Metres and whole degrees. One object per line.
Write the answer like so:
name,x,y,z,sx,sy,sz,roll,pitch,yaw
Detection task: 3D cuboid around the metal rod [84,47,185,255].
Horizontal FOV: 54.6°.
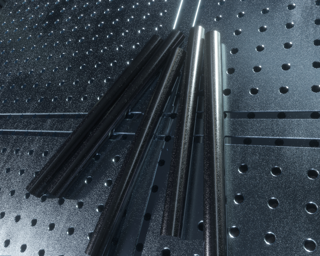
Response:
metal rod,-0.023,0.018,0.411,0.025,0.025,0.300,8,66,32

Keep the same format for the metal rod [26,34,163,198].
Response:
metal rod,-0.092,-0.023,0.471,0.025,0.025,0.300,31,79,38

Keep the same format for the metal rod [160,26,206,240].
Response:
metal rod,0.034,-0.014,0.400,0.025,0.025,0.300,-5,59,26

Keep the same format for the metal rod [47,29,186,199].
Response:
metal rod,-0.059,-0.027,0.457,0.025,0.025,0.300,29,77,37

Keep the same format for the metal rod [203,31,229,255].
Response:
metal rod,0.065,-0.002,0.376,0.025,0.025,0.300,-9,57,23
